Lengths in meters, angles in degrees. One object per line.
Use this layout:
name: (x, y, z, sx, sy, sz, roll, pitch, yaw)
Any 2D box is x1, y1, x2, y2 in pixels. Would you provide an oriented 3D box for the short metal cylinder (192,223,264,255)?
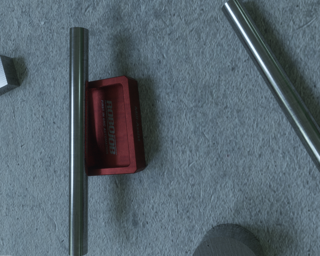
short metal cylinder: (0.081, 0.161, 0.367, 0.080, 0.050, 0.079, 0, 90, 20)

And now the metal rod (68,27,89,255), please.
metal rod: (-0.109, 0.018, 0.414, 0.025, 0.025, 0.298, 0, 90, 20)

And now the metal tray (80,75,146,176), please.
metal tray: (-0.073, -0.001, 0.431, 0.090, 0.030, 0.129, -7, 88, 19)

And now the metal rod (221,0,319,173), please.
metal rod: (0.155, -0.021, 0.354, 0.025, 0.025, 0.299, -31, 80, 17)

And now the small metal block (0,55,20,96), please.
small metal block: (-0.261, -0.083, 0.501, 0.050, 0.025, 0.050, -20, 84, 19)
